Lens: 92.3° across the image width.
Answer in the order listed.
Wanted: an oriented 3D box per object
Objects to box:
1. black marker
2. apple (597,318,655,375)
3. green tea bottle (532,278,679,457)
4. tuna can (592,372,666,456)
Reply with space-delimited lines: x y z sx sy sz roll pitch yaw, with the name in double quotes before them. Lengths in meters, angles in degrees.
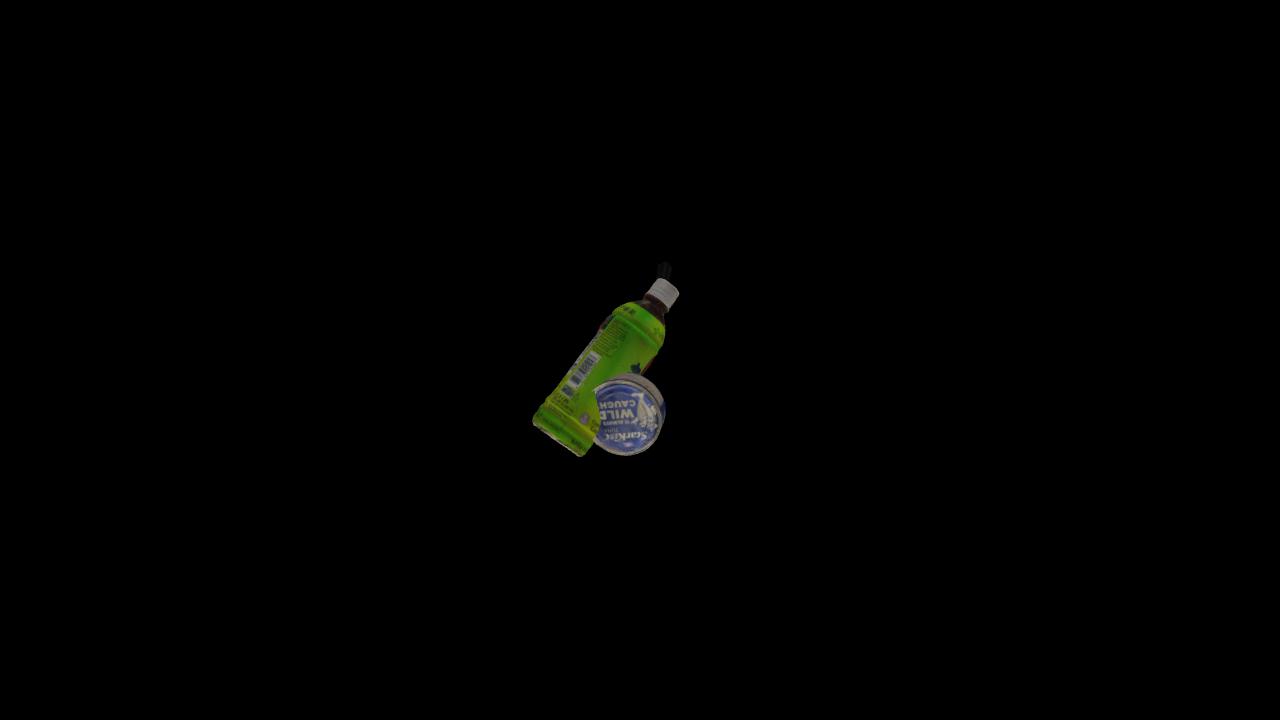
"black marker" 0.021 -0.066 0.749 0.020 0.121 0.020 10 -21 4
"apple" -0.018 -0.015 0.751 0.079 0.093 0.079 22 -4 2
"green tea bottle" -0.029 0.001 0.669 0.073 0.212 0.073 35 -8 5
"tuna can" -0.016 0.056 0.646 0.084 0.084 0.034 0 16 12
